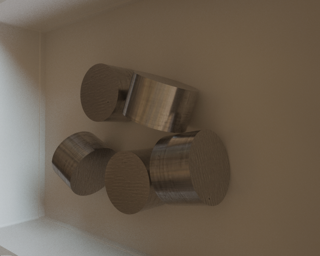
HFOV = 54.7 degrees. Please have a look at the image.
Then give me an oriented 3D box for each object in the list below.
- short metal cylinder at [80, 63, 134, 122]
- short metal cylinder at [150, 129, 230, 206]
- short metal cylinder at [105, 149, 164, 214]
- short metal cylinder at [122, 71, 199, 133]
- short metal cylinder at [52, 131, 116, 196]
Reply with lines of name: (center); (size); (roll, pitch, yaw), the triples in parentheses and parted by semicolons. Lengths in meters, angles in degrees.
short metal cylinder: (-0.068, -0.048, 0.442); (0.080, 0.050, 0.079); (0, 90, 39)
short metal cylinder: (0.034, 0.044, 0.339); (0.050, 0.081, 0.080); (-12, 83, 39)
short metal cylinder: (-0.027, 0.068, 0.408); (0.080, 0.050, 0.079); (0, 90, 39)
short metal cylinder: (0.001, -0.032, 0.368); (0.080, 0.081, 0.050); (27, 107, 36)
short metal cylinder: (-0.109, 0.052, 0.455); (0.050, 0.081, 0.079); (34, 111, 34)
